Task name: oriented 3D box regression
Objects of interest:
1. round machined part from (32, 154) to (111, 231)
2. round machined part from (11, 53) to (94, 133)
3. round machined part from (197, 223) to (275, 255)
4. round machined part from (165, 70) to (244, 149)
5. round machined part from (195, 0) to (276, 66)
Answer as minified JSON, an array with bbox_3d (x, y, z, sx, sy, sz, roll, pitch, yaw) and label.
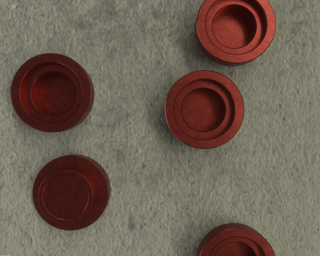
[{"bbox_3d":[-0.116,0.084,0.400,0.099,0.042,0.097,0,90,-1],"label":"round machined part"},{"bbox_3d":[-0.134,-0.043,0.400,0.099,0.042,0.097,0,90,-1],"label":"round machined part"},{"bbox_3d":[0.096,0.172,0.403,0.099,0.042,0.097,0,90,-1],"label":"round machined part"},{"bbox_3d":[0.055,-0.023,0.402,0.099,0.042,0.097,0,90,-1],"label":"round machined part"},{"bbox_3d":[0.094,-0.129,0.403,0.099,0.042,0.097,0,90,-1],"label":"round machined part"}]
